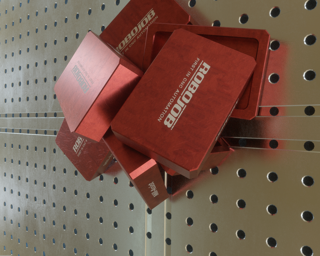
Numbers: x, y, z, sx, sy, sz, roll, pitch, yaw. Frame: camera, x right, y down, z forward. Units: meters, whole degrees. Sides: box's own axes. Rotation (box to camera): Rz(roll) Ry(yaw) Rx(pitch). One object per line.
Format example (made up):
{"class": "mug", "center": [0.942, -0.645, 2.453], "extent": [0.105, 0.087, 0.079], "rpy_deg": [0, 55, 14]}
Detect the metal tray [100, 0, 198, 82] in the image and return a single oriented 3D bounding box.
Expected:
{"class": "metal tray", "center": [-0.026, -0.114, 0.404], "extent": [0.130, 0.030, 0.090], "rpy_deg": [-43, 65, 15]}

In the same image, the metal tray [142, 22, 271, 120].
{"class": "metal tray", "center": [0.046, -0.063, 0.340], "extent": [0.130, 0.030, 0.089], "rpy_deg": [10, 97, 19]}

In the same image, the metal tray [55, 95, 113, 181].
{"class": "metal tray", "center": [-0.103, 0.010, 0.463], "extent": [0.090, 0.030, 0.129], "rpy_deg": [47, 131, 12]}

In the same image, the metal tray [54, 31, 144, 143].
{"class": "metal tray", "center": [-0.077, -0.053, 0.356], "extent": [0.090, 0.030, 0.130], "rpy_deg": [-54, 37, 10]}

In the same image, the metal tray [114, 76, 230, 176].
{"class": "metal tray", "center": [0.011, -0.008, 0.360], "extent": [0.130, 0.091, 0.030], "rpy_deg": [52, 121, 28]}

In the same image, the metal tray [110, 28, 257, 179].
{"class": "metal tray", "center": [0.025, -0.028, 0.304], "extent": [0.090, 0.030, 0.130], "rpy_deg": [27, 72, 15]}

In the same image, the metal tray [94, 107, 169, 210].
{"class": "metal tray", "center": [-0.033, 0.040, 0.377], "extent": [0.030, 0.130, 0.090], "rpy_deg": [-34, 62, -11]}

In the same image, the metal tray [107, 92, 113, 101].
{"class": "metal tray", "center": [-0.072, -0.049, 0.466], "extent": [0.090, 0.030, 0.129], "rpy_deg": [46, 117, 30]}
